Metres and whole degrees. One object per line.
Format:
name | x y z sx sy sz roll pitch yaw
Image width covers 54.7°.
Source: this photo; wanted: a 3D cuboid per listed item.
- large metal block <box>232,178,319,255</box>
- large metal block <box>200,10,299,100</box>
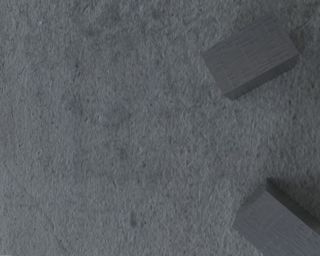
large metal block | 0.130 0.105 0.334 0.080 0.080 0.050 41 103 15
large metal block | 0.100 -0.074 0.344 0.080 0.080 0.050 -29 81 17
